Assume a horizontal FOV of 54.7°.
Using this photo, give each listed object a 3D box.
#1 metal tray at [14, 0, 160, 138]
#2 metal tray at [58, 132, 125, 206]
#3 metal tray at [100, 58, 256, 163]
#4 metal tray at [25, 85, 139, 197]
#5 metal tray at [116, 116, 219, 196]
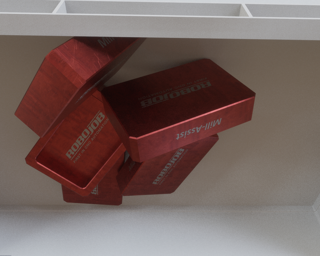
[{"bbox_3d":[-0.061,-0.056,0.278,0.030,0.131,0.090,44,134,-9],"label":"metal tray"},{"bbox_3d":[-0.098,0.062,0.457,0.091,0.030,0.129,5,130,-5],"label":"metal tray"},{"bbox_3d":[0.017,-0.024,0.315,0.131,0.090,0.030,-19,133,-17],"label":"metal tray"},{"bbox_3d":[-0.091,0.013,0.383,0.090,0.030,0.130,36,106,-16],"label":"metal tray"},{"bbox_3d":[0.007,0.042,0.419,0.091,0.030,0.129,6,133,-35],"label":"metal tray"}]
